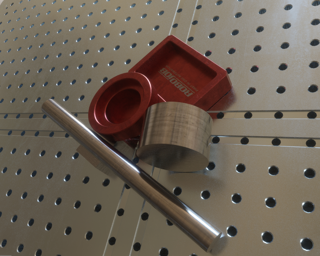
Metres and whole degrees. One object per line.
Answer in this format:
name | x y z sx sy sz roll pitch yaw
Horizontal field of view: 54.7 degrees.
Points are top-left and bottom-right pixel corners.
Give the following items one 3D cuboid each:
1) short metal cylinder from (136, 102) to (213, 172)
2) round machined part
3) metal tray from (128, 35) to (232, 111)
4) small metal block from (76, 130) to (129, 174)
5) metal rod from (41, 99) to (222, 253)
short metal cylinder | 0.018 0.013 0.353 0.080 0.080 0.050 -4 60 26
round machined part | -0.046 -0.025 0.425 0.098 0.042 0.098 -14 55 22
metal tray | 0.023 -0.068 0.432 0.090 0.030 0.130 -42 51 -2
small metal block | -0.080 0.028 0.432 0.050 0.025 0.050 32 79 37
metal rod | -0.054 0.042 0.383 0.300 0.025 0.025 34 81 29
